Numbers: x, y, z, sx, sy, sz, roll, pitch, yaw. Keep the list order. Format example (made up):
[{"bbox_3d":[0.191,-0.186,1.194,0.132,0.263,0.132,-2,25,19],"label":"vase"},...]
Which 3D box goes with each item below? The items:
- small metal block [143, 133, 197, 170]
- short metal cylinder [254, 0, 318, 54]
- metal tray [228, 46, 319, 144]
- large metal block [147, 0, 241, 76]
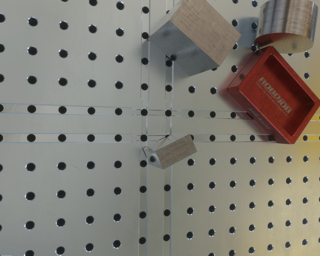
[{"bbox_3d":[0.012,0.029,0.404,0.050,0.050,0.025,-25,99,-18],"label":"small metal block"},{"bbox_3d":[0.183,-0.146,0.450,0.081,0.080,0.050,11,86,-20],"label":"short metal cylinder"},{"bbox_3d":[0.177,-0.048,0.475,0.130,0.030,0.090,42,77,-15],"label":"metal tray"},{"bbox_3d":[0.041,-0.117,0.398,0.080,0.080,0.050,38,78,-16],"label":"large metal block"}]
